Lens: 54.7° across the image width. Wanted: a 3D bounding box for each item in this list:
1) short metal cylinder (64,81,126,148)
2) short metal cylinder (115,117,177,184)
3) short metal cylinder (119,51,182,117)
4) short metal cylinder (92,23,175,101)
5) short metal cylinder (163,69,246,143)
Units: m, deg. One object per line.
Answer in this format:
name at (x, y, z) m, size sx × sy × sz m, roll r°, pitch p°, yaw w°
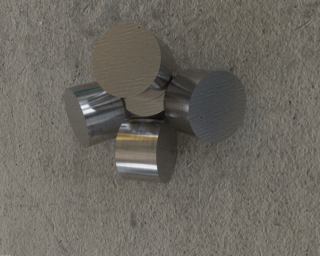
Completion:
short metal cylinder at (-0.086, -0.019, 0.405) m, size 0.080 × 0.050 × 0.079 m, roll 39°, pitch 139°, yaw 45°
short metal cylinder at (-0.014, 0.026, 0.384) m, size 0.050 × 0.080 × 0.079 m, roll 2°, pitch 91°, yaw 20°
short metal cylinder at (-0.009, -0.054, 0.399) m, size 0.080 × 0.050 × 0.079 m, roll 0°, pitch 90°, yaw 19°
short metal cylinder at (-0.028, -0.072, 0.352) m, size 0.080 × 0.050 × 0.079 m, roll 0°, pitch 90°, yaw 19°
short metal cylinder at (0.051, -0.027, 0.356) m, size 0.050 × 0.081 × 0.079 m, roll 22°, pitch 99°, yaw 57°
